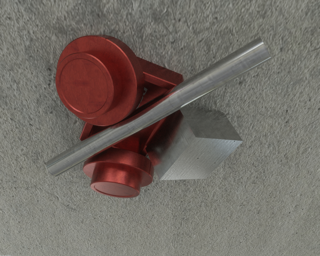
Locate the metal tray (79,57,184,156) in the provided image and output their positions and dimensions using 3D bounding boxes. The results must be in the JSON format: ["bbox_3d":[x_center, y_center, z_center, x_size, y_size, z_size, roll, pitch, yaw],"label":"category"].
[{"bbox_3d":[-0.037,-0.022,0.386,0.091,0.030,0.129,19,128,-16],"label":"metal tray"}]

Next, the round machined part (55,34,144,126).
[{"bbox_3d":[-0.070,-0.048,0.330,0.098,0.042,0.097,7,111,19],"label":"round machined part"}]

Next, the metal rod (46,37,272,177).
[{"bbox_3d":[-0.019,-0.013,0.359,0.300,0.025,0.025,-28,125,22],"label":"metal rod"}]

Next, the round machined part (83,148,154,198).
[{"bbox_3d":[-0.059,0.067,0.432,0.099,0.042,0.098,6,151,4],"label":"round machined part"}]

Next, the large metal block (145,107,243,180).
[{"bbox_3d":[0.042,0.021,0.392,0.081,0.050,0.080,6,134,-37],"label":"large metal block"}]
